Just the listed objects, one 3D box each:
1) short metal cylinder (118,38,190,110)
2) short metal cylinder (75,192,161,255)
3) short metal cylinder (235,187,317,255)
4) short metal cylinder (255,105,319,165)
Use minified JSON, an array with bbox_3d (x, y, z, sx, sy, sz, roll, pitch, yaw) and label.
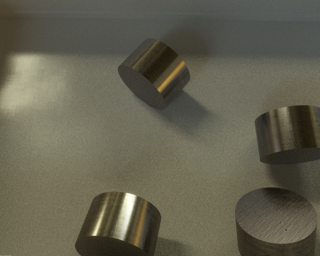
[{"bbox_3d":[-0.008,-0.069,0.405,0.080,0.080,0.050,37,74,12],"label":"short metal cylinder"},{"bbox_3d":[-0.043,0.113,0.332,0.080,0.079,0.050,11,45,4],"label":"short metal cylinder"},{"bbox_3d":[0.124,0.110,0.335,0.080,0.050,0.080,-9,28,5],"label":"short metal cylinder"},{"bbox_3d":[0.160,0.011,0.377,0.081,0.080,0.050,-2,70,-1],"label":"short metal cylinder"}]
